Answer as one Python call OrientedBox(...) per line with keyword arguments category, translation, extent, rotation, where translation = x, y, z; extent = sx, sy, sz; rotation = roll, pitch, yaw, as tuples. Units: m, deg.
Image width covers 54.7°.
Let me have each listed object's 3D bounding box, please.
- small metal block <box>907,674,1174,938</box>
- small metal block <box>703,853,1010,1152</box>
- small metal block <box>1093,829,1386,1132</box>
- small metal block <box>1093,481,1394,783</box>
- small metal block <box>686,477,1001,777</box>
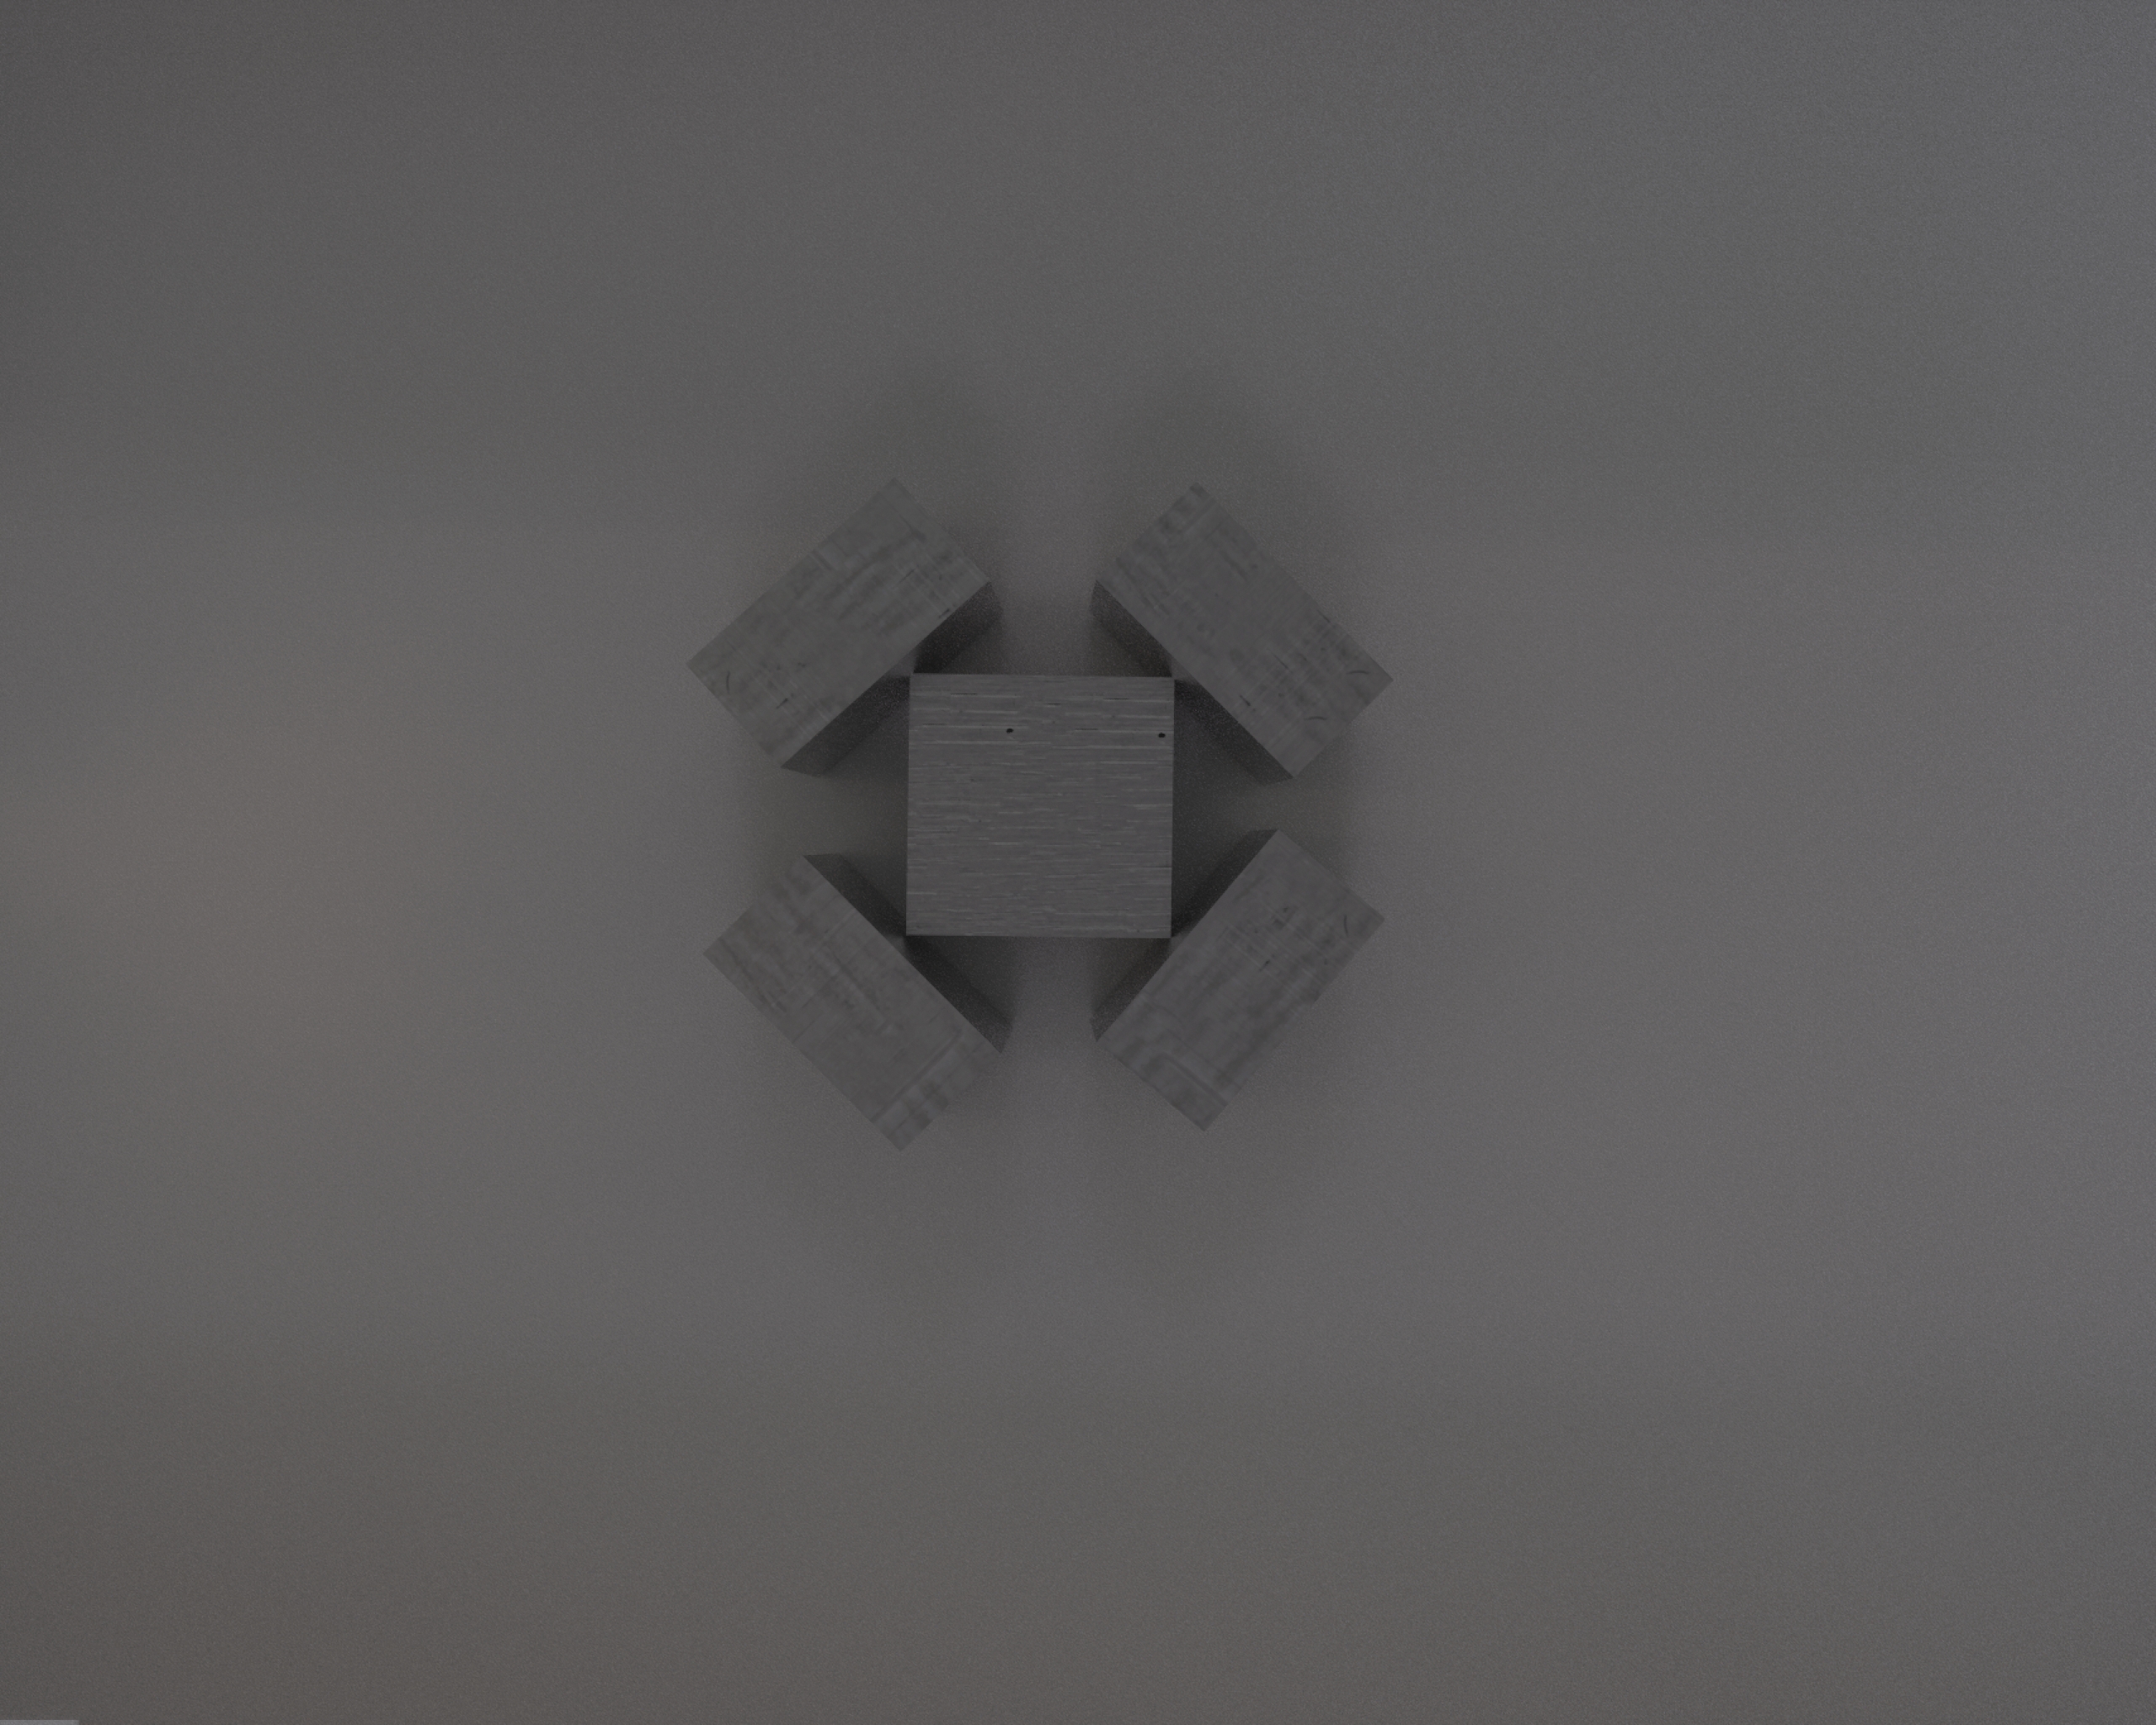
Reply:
OrientedBox(category="small metal block", translation=(-0.007, -0.011, 0.409), extent=(0.050, 0.025, 0.050), rotation=(1, 90, 0))
OrientedBox(category="small metal block", translation=(-0.040, 0.025, 0.397), extent=(0.025, 0.050, 0.050), rotation=(-45, 90, 1))
OrientedBox(category="small metal block", translation=(0.029, 0.021, 0.397), extent=(0.025, 0.050, 0.050), rotation=(40, 89, -1))
OrientedBox(category="small metal block", translation=(0.029, -0.042, 0.397), extent=(0.025, 0.050, 0.050), rotation=(-45, 91, -1))
OrientedBox(category="small metal block", translation=(-0.042, -0.043, 0.396), extent=(0.050, 0.050, 0.025), rotation=(-42, 90, 1))
